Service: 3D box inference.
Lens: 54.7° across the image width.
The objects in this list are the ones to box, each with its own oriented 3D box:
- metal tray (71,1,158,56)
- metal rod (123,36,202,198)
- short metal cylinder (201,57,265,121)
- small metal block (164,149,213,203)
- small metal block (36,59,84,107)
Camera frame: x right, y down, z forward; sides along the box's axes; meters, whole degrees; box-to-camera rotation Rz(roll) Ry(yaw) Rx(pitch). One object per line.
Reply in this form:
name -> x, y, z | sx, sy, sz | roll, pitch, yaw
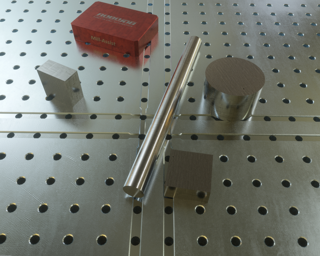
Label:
metal tray -> -0.079, -0.181, 0.555 | 0.130, 0.030, 0.090 | 19, 52, 15
metal rod -> 0.015, -0.038, 0.439 | 0.025, 0.025, 0.300 | 14, 51, 11
short metal cylinder -> 0.102, -0.056, 0.440 | 0.081, 0.050, 0.080 | 0, 50, 0
small metal block -> 0.034, 0.055, 0.362 | 0.050, 0.025, 0.050 | 7, 50, 6
small metal block -> -0.142, -0.064, 0.443 | 0.050, 0.050, 0.025 | 23, 54, 18
